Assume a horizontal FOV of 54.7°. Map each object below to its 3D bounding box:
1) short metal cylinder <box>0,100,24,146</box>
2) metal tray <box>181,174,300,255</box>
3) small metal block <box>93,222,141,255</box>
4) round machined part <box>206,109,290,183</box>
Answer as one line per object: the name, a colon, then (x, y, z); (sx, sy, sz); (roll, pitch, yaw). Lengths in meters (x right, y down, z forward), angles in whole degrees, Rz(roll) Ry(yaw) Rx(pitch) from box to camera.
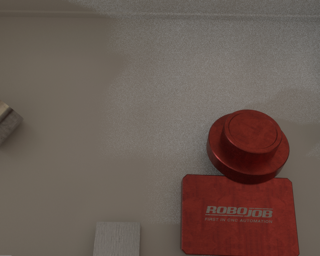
short metal cylinder: (-0.220, -0.017, 0.384); (0.080, 0.080, 0.050); (32, 73, 10)
metal tray: (0.091, 0.105, 0.370); (0.131, 0.030, 0.090); (2, 70, 0)
small metal block: (-0.048, 0.136, 0.355); (0.050, 0.025, 0.050); (1, 61, 0)
round machined part: (0.109, 0.015, 0.380); (0.099, 0.042, 0.098); (1, 49, -1)
